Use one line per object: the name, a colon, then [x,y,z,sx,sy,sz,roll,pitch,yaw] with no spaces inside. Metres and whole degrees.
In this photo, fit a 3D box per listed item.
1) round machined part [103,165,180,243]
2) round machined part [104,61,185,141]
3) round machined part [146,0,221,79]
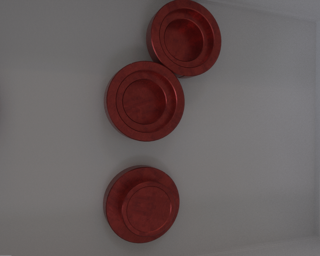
round machined part: [-0.020,0.098,0.394,0.099,0.042,0.097,0,90,-20]
round machined part: [-0.022,-0.033,0.392,0.099,0.042,0.097,0,91,-19]
round machined part: [0.028,-0.114,0.411,0.099,0.042,0.097,0,90,-20]
